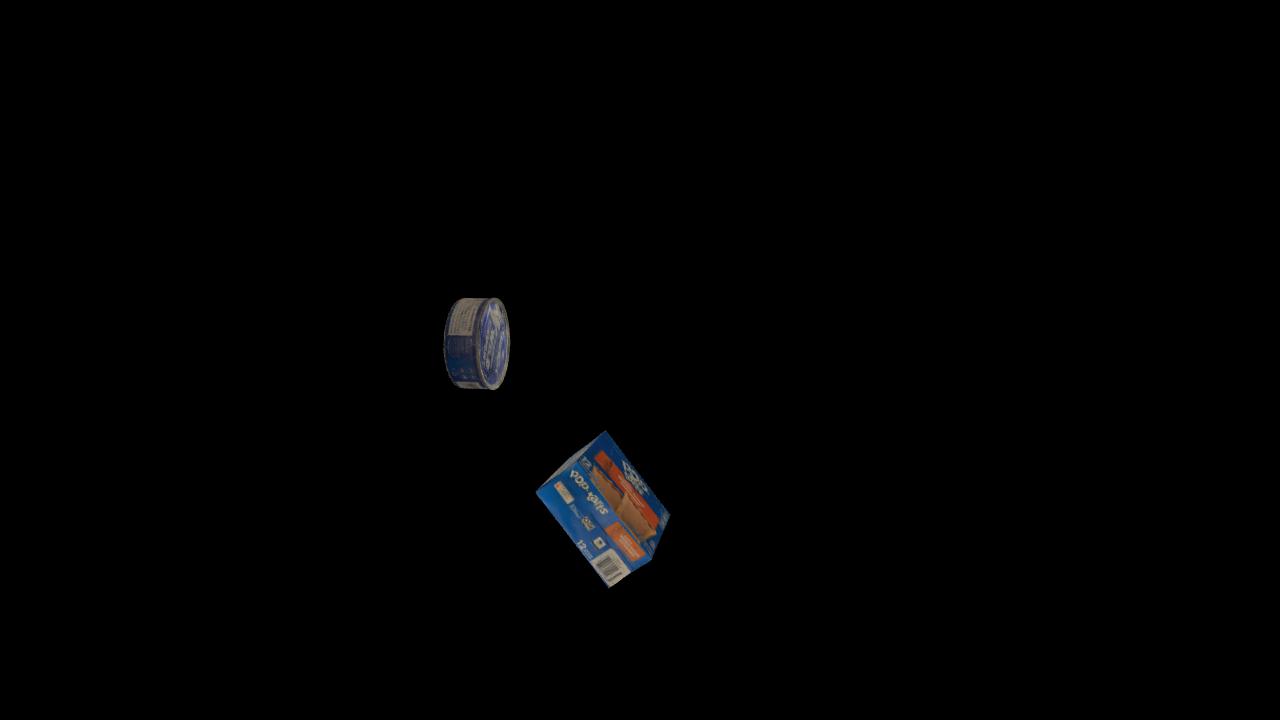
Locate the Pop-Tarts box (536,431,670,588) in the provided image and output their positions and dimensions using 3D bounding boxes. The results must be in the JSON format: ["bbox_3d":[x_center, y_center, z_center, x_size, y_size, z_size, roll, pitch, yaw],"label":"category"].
[{"bbox_3d":[-0.047,0.207,0.883,0.083,0.167,0.141,-37,0,17],"label":"Pop-Tarts box"}]

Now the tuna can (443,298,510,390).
[{"bbox_3d":[-0.147,-0.015,0.559,0.034,0.084,0.084,1,0,6],"label":"tuna can"}]
